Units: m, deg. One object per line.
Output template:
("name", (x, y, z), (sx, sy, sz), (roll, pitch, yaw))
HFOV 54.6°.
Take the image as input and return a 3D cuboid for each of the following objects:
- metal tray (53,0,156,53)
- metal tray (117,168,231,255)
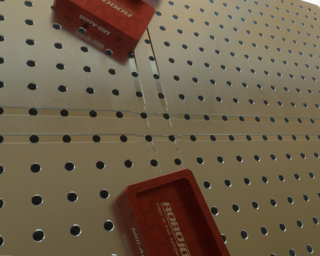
("metal tray", (-0.081, -0.181, 0.472), (0.130, 0.030, 0.090), (28, 52, -10))
("metal tray", (0.018, 0.117, 0.342), (0.091, 0.030, 0.130), (-11, 68, -33))
